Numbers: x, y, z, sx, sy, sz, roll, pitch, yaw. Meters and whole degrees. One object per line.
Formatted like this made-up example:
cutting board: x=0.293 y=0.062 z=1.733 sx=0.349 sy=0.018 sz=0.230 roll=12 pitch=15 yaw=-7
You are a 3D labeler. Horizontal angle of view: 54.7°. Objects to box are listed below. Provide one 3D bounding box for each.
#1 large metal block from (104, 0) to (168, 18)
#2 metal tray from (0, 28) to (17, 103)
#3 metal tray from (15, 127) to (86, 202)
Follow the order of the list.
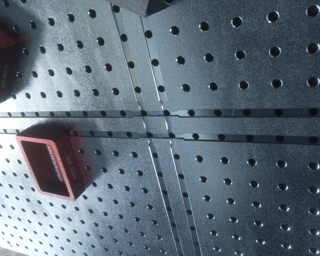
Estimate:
large metal block: x=-0.029 y=-0.168 z=0.307 sx=0.080 sy=0.050 sz=0.079 roll=27 pitch=128 yaw=11
metal tray: x=-0.281 y=-0.107 z=0.490 sx=0.090 sy=0.030 sz=0.129 roll=36 pitch=129 yaw=4
metal tray: x=-0.192 y=0.065 z=0.549 sx=0.090 sy=0.030 sz=0.129 roll=5 pitch=121 yaw=25
